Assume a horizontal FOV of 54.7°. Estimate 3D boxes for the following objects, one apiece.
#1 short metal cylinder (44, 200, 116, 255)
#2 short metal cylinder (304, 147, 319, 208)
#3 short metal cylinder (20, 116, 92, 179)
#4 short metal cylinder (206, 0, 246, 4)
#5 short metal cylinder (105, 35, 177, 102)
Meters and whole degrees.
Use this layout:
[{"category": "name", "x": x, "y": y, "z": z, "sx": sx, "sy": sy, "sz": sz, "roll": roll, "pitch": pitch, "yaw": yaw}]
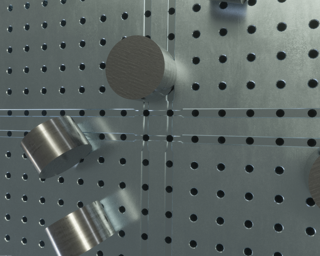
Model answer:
[{"category": "short metal cylinder", "x": -0.108, "y": 0.141, "z": 0.421, "sx": 0.080, "sy": 0.080, "sz": 0.050, "roll": -33, "pitch": 79, "yaw": 17}, {"category": "short metal cylinder", "x": 0.199, "y": 0.055, "z": 0.329, "sx": 0.080, "sy": 0.050, "sz": 0.079, "roll": 0, "pitch": 90, "yaw": 20}, {"category": "short metal cylinder", "x": -0.144, "y": 0.027, "z": 0.434, "sx": 0.080, "sy": 0.080, "sz": 0.050, "roll": -40, "pitch": 78, "yaw": 16}, {"category": "short metal cylinder", "x": 0.078, "y": -0.188, "z": 0.356, "sx": 0.050, "sy": 0.080, "sz": 0.080, "roll": 15, "pitch": 95, "yaw": 19}, {"category": "short metal cylinder", "x": -0.024, "y": -0.075, "z": 0.408, "sx": 0.080, "sy": 0.050, "sz": 0.079, "roll": 0, "pitch": 90, "yaw": 20}]
